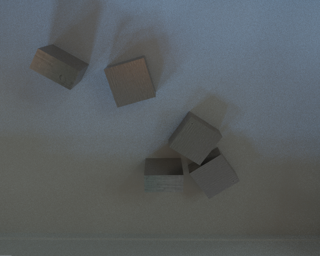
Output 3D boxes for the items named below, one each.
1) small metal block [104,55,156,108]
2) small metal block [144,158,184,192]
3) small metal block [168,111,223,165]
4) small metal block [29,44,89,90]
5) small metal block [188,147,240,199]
[{"bbox_3d":[-0.036,-0.059,0.389,0.050,0.025,0.050,-16,110,5],"label":"small metal block"},{"bbox_3d":[0.005,0.063,0.421,0.050,0.050,0.025,0,110,0],"label":"small metal block"},{"bbox_3d":[0.047,0.014,0.417,0.050,0.025,0.050,32,107,-12],"label":"small metal block"},{"bbox_3d":[-0.118,-0.074,0.369,0.050,0.050,0.025,29,108,-11],"label":"small metal block"},{"bbox_3d":[0.075,0.063,0.436,0.050,0.025,0.050,-34,107,11],"label":"small metal block"}]
